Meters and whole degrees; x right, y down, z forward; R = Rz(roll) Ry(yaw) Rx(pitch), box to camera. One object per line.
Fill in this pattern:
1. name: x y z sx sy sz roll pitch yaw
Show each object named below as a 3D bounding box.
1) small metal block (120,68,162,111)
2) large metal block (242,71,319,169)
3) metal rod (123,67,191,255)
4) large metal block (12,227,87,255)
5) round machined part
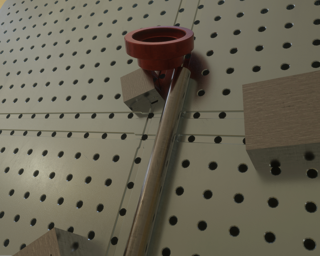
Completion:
1. small metal block: -0.029 -0.060 0.460 0.050 0.025 0.050 -22 53 14
2. large metal block: 0.134 -0.007 0.326 0.080 0.050 0.080 -9 58 23
3. metal rod: -0.004 0.052 0.378 0.025 0.025 0.300 1 62 28
4. large metal block: -0.127 0.175 0.352 0.080 0.050 0.080 -35 51 5
5. round machined part: 0.000 -0.114 0.449 0.099 0.042 0.098 -3 32 2
